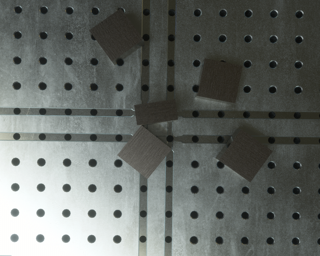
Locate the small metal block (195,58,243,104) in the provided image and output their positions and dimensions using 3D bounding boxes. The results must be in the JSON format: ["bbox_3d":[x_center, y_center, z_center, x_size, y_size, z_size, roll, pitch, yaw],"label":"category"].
[{"bbox_3d":[0.078,-0.061,0.414,0.050,0.025,0.050,11,90,0],"label":"small metal block"}]

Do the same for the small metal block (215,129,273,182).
[{"bbox_3d":[0.111,0.036,0.414,0.050,0.025,0.050,36,90,0],"label":"small metal block"}]

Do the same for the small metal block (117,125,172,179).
[{"bbox_3d":[-0.020,0.031,0.413,0.050,0.025,0.050,39,90,0],"label":"small metal block"}]

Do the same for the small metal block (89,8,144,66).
[{"bbox_3d":[-0.056,-0.120,0.413,0.050,0.025,0.050,-36,90,0],"label":"small metal block"}]

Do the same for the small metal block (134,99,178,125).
[{"bbox_3d":[-0.005,-0.019,0.401,0.050,0.050,0.025,-8,90,0],"label":"small metal block"}]
